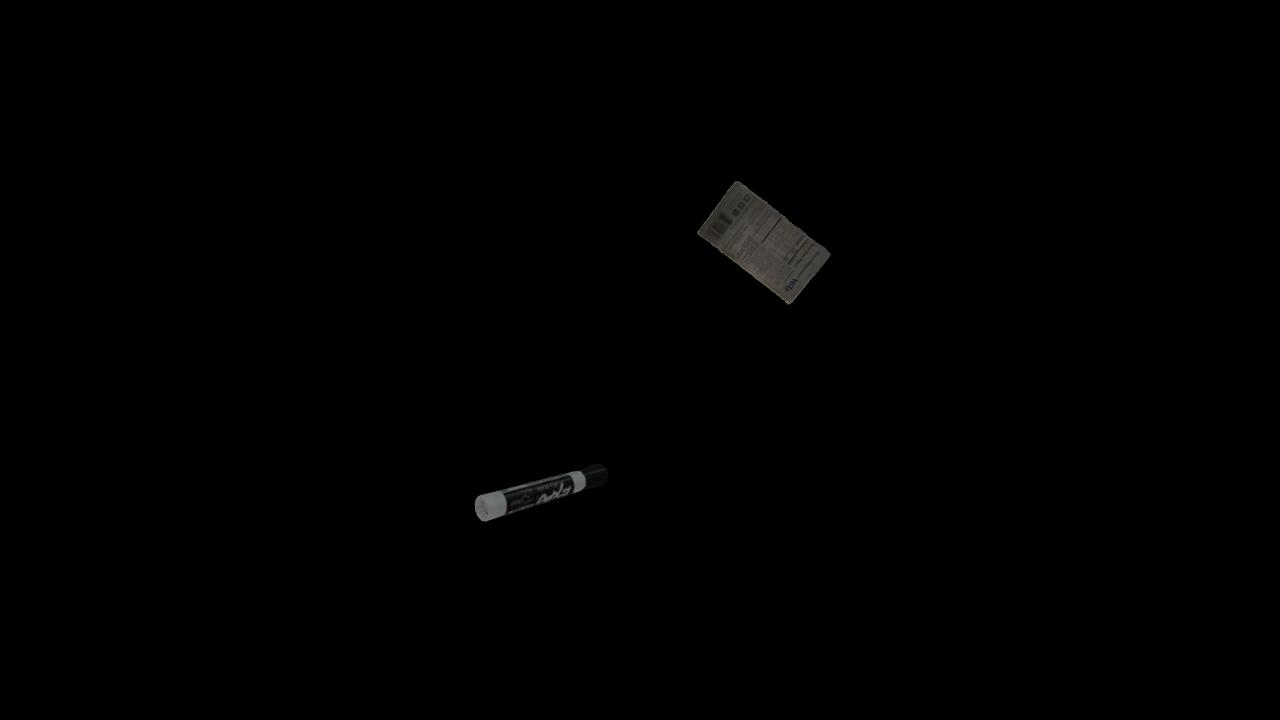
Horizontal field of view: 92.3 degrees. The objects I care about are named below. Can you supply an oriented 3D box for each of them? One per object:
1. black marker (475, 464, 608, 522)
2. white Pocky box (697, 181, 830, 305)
[{"bbox_3d":[-0.071,0.100,0.476,0.020,0.020,0.121,0,4,42],"label":"black marker"},{"bbox_3d":[0.159,-0.151,0.794,0.154,0.084,0.028,37,12,-3],"label":"white Pocky box"}]
